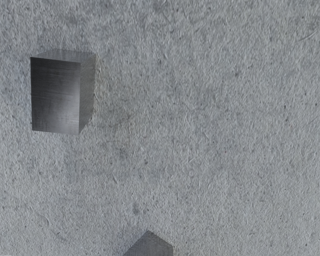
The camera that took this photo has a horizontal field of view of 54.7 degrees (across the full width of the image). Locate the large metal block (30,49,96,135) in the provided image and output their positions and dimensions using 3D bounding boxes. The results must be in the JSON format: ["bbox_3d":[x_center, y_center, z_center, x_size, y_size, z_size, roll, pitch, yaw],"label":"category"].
[{"bbox_3d":[-0.110,-0.045,0.363,0.050,0.080,0.079,6,110,-2],"label":"large metal block"}]

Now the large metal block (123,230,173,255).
[{"bbox_3d":[-0.024,0.216,0.460,0.050,0.080,0.080,38,106,-13],"label":"large metal block"}]
